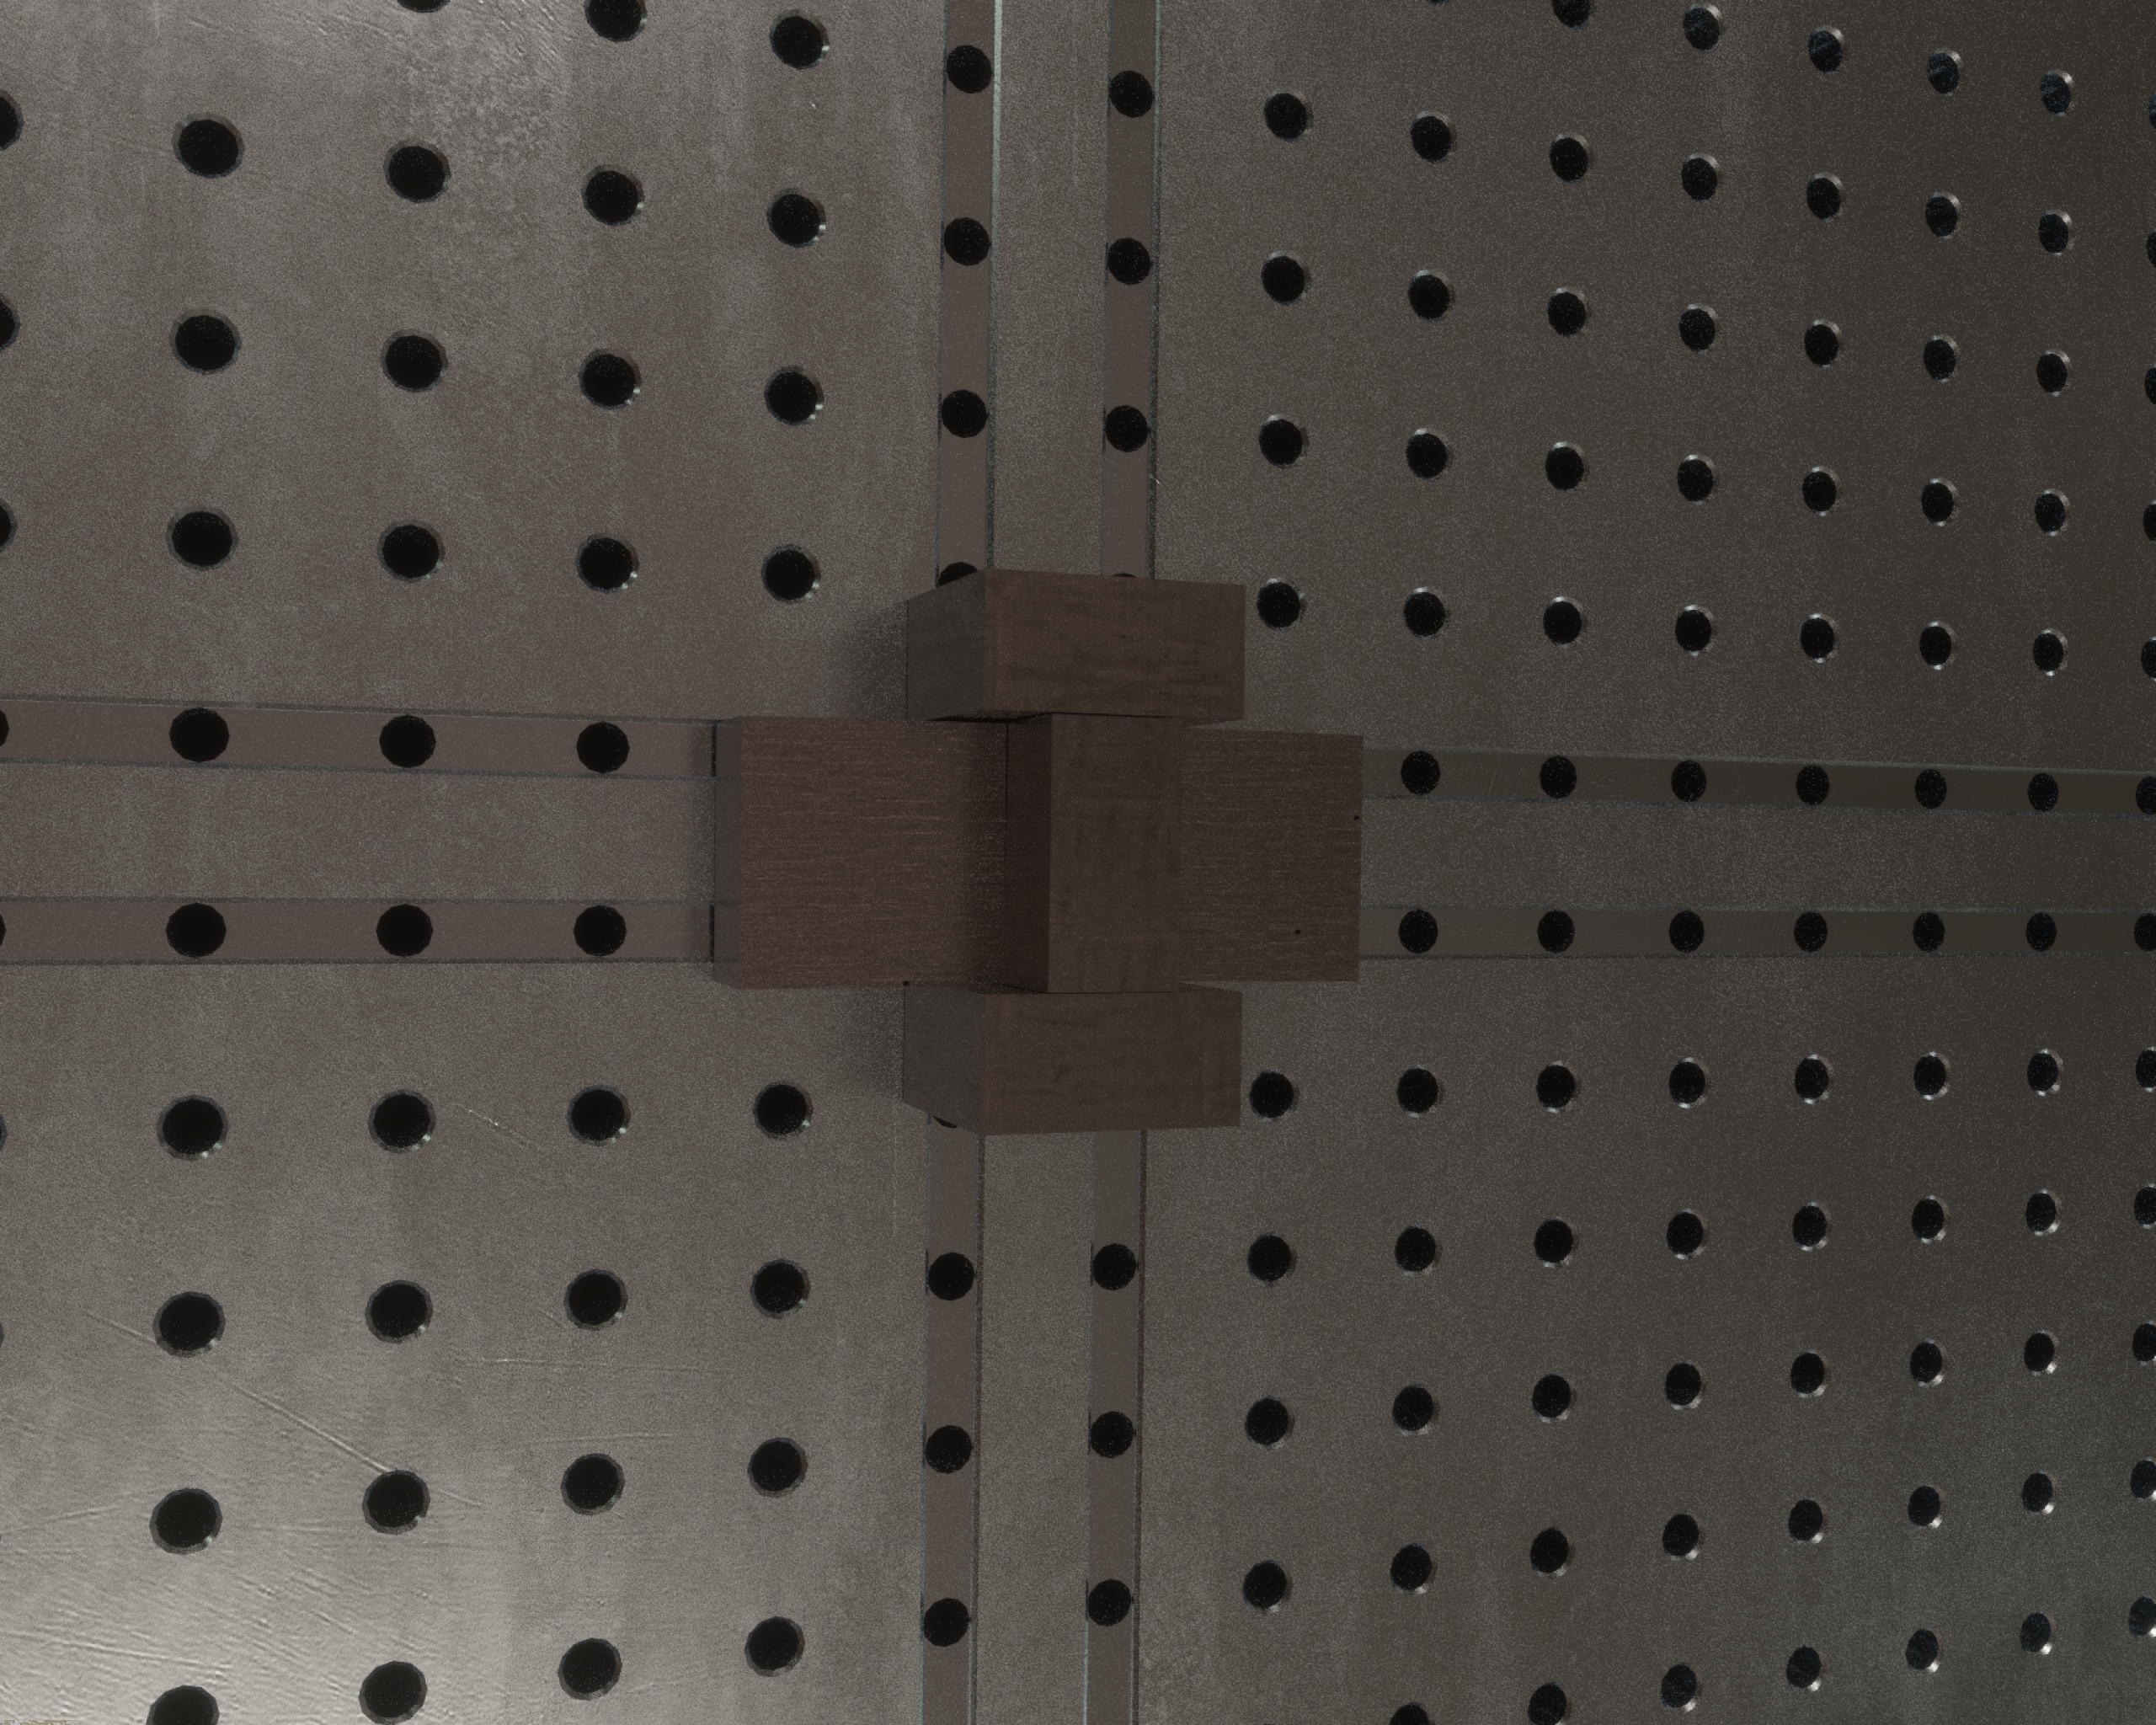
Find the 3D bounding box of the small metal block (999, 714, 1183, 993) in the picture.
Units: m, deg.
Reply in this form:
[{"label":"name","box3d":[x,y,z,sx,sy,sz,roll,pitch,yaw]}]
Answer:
[{"label":"small metal block","box3d":[-0.002,-0.002,0.399,0.025,0.050,0.050,1,90,-20]}]

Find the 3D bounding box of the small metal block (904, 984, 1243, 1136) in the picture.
[{"label":"small metal block","box3d":[-0.002,0.036,0.399,0.050,0.050,0.025,1,90,-20]}]

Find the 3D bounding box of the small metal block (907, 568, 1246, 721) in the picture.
[{"label":"small metal block","box3d":[-0.001,-0.039,0.399,0.050,0.050,0.025,1,90,-20]}]

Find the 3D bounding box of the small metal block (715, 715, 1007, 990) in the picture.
[{"label":"small metal block","box3d":[-0.042,-0.002,0.398,0.050,0.025,0.050,1,90,-21]}]

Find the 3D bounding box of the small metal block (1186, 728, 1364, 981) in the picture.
[{"label":"small metal block","box3d":[0.029,-0.001,0.424,0.050,0.025,0.050,1,90,-21]}]
